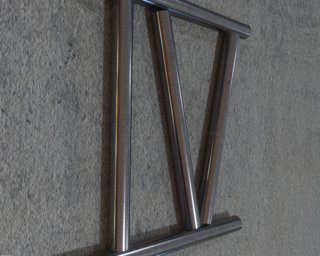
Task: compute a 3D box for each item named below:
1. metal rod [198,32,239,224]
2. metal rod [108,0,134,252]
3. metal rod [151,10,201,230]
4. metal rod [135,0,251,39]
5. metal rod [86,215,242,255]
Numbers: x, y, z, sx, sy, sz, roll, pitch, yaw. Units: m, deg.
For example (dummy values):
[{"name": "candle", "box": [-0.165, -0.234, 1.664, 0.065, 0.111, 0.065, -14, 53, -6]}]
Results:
[{"name": "metal rod", "box": [0.091, -0.005, 0.484, 0.025, 0.025, 0.299, 17, 79, -39]}, {"name": "metal rod", "box": [-0.046, -0.008, 0.368, 0.025, 0.025, 0.298, 2, 89, -40]}, {"name": "metal rod", "box": [0.024, -0.005, 0.427, 0.025, 0.025, 0.298, -15, 100, -39]}, {"name": "metal rod", "box": [0.030, -0.167, 0.433, 0.302, 0.025, 0.025, 1, 89, -40]}, {"name": "metal rod", "box": [0.011, 0.156, 0.417, 0.302, 0.025, 0.025, 1, 89, -40]}]
